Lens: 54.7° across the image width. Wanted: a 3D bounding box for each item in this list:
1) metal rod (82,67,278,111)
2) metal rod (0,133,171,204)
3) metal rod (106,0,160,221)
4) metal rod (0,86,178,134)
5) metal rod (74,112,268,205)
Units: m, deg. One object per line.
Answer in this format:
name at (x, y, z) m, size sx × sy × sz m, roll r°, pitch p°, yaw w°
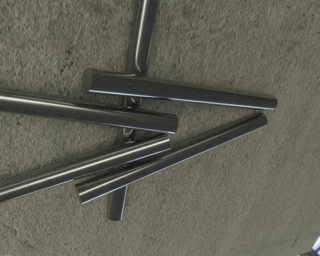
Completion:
metal rod at (0.050, -0.043, 0.390) m, size 0.302 × 0.025 × 0.025 m, roll 2°, pitch 118°, yaw -37°
metal rod at (-0.132, 0.058, 0.355) m, size 0.302 × 0.025 × 0.025 m, roll -17°, pitch 126°, yaw -13°
metal rod at (-0.039, -0.004, 0.386) m, size 0.025 × 0.025 × 0.298 m, roll -3°, pitch 120°, yaw -27°
metal rod at (-0.118, -0.023, 0.312) m, size 0.302 × 0.025 × 0.025 m, roll 8°, pitch 115°, yaw -26°
metal rod at (0.032, 0.033, 0.428) m, size 0.302 × 0.025 × 0.025 m, roll -19°, pitch 127°, yaw -25°
